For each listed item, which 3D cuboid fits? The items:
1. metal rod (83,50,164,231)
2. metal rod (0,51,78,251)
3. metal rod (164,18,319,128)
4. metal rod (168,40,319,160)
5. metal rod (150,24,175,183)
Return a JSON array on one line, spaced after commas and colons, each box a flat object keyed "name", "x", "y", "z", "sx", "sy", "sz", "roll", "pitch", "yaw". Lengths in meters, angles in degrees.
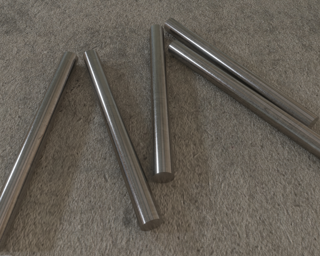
[{"name": "metal rod", "x": -0.060, "y": -0.008, "z": 0.409, "sx": 0.025, "sy": 0.025, "sz": 0.300, "roll": -16, "pitch": 52, "yaw": -13}, {"name": "metal rod", "x": -0.155, "y": 0.002, "z": 0.400, "sx": 0.025, "sy": 0.025, "sz": 0.300, "roll": 3, "pitch": 50, "yaw": 3}, {"name": "metal rod", "x": 0.109, "y": -0.096, "z": 0.484, "sx": 0.025, "sy": 0.025, "sz": 0.300, "roll": -31, "pitch": 57, "yaw": -23}, {"name": "metal rod", "x": 0.120, "y": -0.047, "z": 0.443, "sx": 0.025, "sy": 0.025, "sz": 0.300, "roll": -33, "pitch": 58, "yaw": -25}, {"name": "metal rod", "x": -0.001, "y": -0.058, "z": 0.451, "sx": 0.025, "sy": 0.025, "sz": 0.300, "roll": -1, "pitch": 50, "yaw": -1}]
